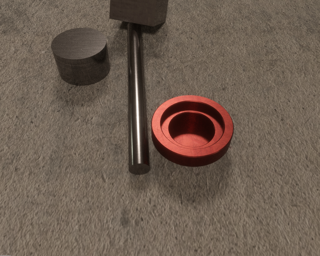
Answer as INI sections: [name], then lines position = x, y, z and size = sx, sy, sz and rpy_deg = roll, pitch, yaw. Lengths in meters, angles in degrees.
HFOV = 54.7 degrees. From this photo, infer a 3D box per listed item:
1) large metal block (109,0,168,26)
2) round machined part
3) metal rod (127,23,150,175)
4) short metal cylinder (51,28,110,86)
[large metal block]
position = -0.035, -0.218, 0.551
size = 0.080, 0.050, 0.080
rpy_deg = 13, 27, 10
[round machined part]
position = 0.039, 0.008, 0.386
size = 0.099, 0.042, 0.098
rpy_deg = 0, 50, 0
[metal rod]
position = -0.035, -0.066, 0.458
size = 0.025, 0.025, 0.300
rpy_deg = -3, 50, -3
[short metal cylinder]
position = -0.120, -0.111, 0.479
size = 0.081, 0.050, 0.080
rpy_deg = 0, 50, 0
